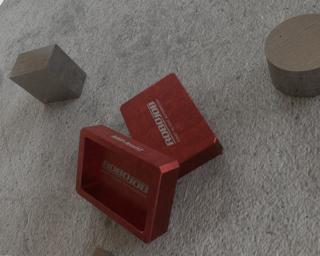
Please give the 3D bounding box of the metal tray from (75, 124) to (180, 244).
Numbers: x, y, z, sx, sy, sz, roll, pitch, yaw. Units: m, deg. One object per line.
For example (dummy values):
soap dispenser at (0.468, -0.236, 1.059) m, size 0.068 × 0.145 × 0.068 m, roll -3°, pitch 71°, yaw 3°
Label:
metal tray at (-0.044, 0.058, 0.356) m, size 0.130 × 0.030 × 0.089 m, roll 23°, pitch 112°, yaw 36°

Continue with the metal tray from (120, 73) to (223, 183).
metal tray at (0.009, -0.001, 0.397) m, size 0.090 × 0.030 × 0.130 m, roll -32°, pitch 52°, yaw 7°

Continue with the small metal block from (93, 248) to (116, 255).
small metal block at (-0.057, 0.166, 0.332) m, size 0.050 × 0.025 × 0.050 m, roll 19°, pitch 72°, yaw 35°

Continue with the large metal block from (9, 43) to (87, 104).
large metal block at (-0.185, -0.087, 0.519) m, size 0.080 × 0.080 × 0.050 m, roll -7°, pitch 59°, yaw 24°

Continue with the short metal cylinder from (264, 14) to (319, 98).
short metal cylinder at (0.164, -0.081, 0.352) m, size 0.080 × 0.050 × 0.080 m, roll -13°, pitch 56°, yaw 21°
